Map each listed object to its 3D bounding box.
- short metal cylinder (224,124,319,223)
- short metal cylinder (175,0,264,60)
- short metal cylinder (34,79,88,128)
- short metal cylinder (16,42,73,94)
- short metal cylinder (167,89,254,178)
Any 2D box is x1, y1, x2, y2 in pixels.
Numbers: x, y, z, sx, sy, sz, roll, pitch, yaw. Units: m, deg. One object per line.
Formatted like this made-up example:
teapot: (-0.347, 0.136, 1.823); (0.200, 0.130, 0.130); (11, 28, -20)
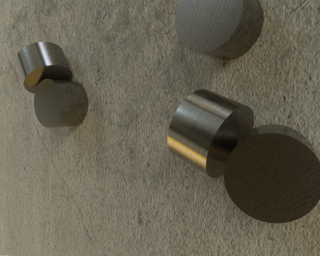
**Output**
short metal cylinder: (0.104, 0.040, 0.287); (0.080, 0.050, 0.079); (4, 100, 20)
short metal cylinder: (0.064, -0.118, 0.336); (0.080, 0.050, 0.080); (0, 90, 40)
short metal cylinder: (-0.168, -0.042, 0.525); (0.080, 0.050, 0.079); (3, 95, 37)
short metal cylinder: (-0.198, -0.101, 0.533); (0.080, 0.081, 0.050); (-40, 66, 33)
short metal cylinder: (0.054, 0.005, 0.325); (0.050, 0.081, 0.079); (30, 109, 36)
